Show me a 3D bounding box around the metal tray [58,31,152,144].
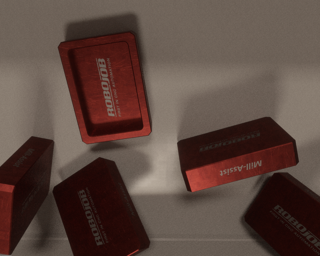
[{"bbox_3d":[-0.064,-0.049,0.389,0.091,0.030,0.129,-8,110,2],"label":"metal tray"}]

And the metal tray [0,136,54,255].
[{"bbox_3d":[-0.169,0.075,0.381,0.030,0.130,0.089,11,110,-5],"label":"metal tray"}]

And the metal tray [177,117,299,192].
[{"bbox_3d":[0.090,0.030,0.388,0.131,0.090,0.030,-16,110,5],"label":"metal tray"}]

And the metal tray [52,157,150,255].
[{"bbox_3d":[-0.081,0.116,0.408,0.090,0.030,0.130,-33,66,11],"label":"metal tray"}]

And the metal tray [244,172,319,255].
[{"bbox_3d":[0.188,0.132,0.411,0.030,0.130,0.089,9,115,-45],"label":"metal tray"}]
